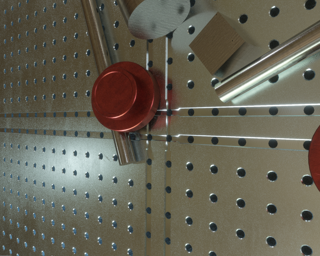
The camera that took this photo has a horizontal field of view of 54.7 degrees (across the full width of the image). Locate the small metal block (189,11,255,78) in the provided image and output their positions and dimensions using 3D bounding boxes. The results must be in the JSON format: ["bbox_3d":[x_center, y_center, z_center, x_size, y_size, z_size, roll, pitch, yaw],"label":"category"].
[{"bbox_3d":[0.069,-0.093,0.352,0.050,0.025,0.050,-46,63,30],"label":"small metal block"}]

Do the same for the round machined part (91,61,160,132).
[{"bbox_3d":[-0.053,-0.044,0.424,0.098,0.042,0.097,-3,83,22],"label":"round machined part"}]

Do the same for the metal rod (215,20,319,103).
[{"bbox_3d":[0.175,-0.101,0.264,0.299,0.025,0.025,-31,71,35],"label":"metal rod"}]

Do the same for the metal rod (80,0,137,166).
[{"bbox_3d":[-0.085,-0.089,0.479,0.025,0.025,0.299,-25,74,37],"label":"metal rod"}]

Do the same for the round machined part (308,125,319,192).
[{"bbox_3d":[0.178,0.026,0.251,0.098,0.042,0.097,0,90,40],"label":"round machined part"}]

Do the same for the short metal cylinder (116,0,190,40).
[{"bbox_3d":[-0.010,-0.156,0.382,0.080,0.081,0.050,-35,68,34],"label":"short metal cylinder"}]
